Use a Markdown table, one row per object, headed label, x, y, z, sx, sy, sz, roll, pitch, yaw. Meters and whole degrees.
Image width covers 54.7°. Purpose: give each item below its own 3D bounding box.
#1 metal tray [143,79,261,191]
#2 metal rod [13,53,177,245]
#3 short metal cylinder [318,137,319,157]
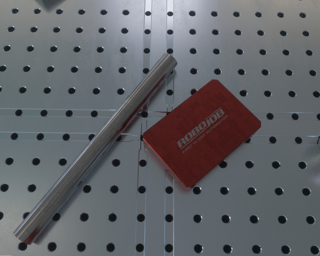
| label | x | y | z | sx | sy | sz | roll | pitch | yaw |
| --- | --- | --- | --- | --- | --- | --- | --- | --- | --- |
| metal tray | 0.054 | 0.007 | 0.407 | 0.130 | 0.030 | 0.090 | -38 | 75 | -13 |
| metal rod | -0.073 | 0.015 | 0.405 | 0.025 | 0.025 | 0.300 | 34 | 73 | 11 |
| short metal cylinder | 0.253 | 0.023 | 0.392 | 0.081 | 0.050 | 0.080 | 0 | 70 | 0 |
